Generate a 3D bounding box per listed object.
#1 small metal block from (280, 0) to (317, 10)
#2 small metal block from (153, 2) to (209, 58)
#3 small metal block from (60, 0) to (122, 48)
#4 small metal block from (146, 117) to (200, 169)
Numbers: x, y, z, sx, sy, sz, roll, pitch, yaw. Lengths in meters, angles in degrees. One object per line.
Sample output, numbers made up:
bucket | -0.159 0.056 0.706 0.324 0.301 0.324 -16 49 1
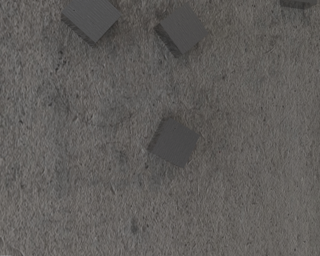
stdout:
small metal block | 0.218 -0.219 0.489 0.050 0.025 0.050 -2 91 -20
small metal block | 0.029 -0.132 0.419 0.050 0.025 0.050 -42 103 -15
small metal block | -0.084 -0.136 0.378 0.050 0.025 0.050 42 77 -16
small metal block | 0.018 0.020 0.415 0.050 0.025 0.050 30 80 -18
